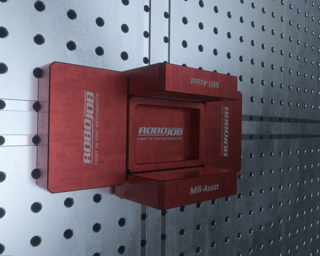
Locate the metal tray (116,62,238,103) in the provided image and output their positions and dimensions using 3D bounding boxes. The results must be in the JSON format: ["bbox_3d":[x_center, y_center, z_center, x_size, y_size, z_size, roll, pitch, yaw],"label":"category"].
[{"bbox_3d":[0.023,-0.052,0.388,0.131,0.090,0.030,1,90,-40],"label":"metal tray"}]

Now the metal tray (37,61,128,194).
[{"bbox_3d":[-0.082,0.000,0.338,0.091,0.030,0.129,1,89,-40],"label":"metal tray"}]

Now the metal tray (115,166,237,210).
[{"bbox_3d":[0.022,0.068,0.386,0.131,0.090,0.030,1,90,-40],"label":"metal tray"}]

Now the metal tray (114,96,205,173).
[{"bbox_3d":[0.004,0.008,0.408,0.131,0.030,0.089,1,90,-40],"label":"metal tray"}]

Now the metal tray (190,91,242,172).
[{"bbox_3d":[0.088,0.005,0.480,0.091,0.030,0.129,1,89,-41],"label":"metal tray"}]
